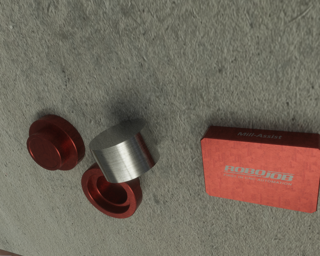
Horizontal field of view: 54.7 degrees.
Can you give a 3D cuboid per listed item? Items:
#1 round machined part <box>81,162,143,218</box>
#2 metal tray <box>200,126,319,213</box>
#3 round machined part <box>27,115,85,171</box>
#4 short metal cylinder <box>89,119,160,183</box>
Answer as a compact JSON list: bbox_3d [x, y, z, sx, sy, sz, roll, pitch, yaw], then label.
[{"bbox_3d":[-0.071,0.091,0.488,0.098,0.042,0.097,13,124,20],"label":"round machined part"},{"bbox_3d":[0.119,0.047,0.370,0.130,0.030,0.089,5,121,25],"label":"metal tray"},{"bbox_3d":[-0.175,0.030,0.505,0.098,0.042,0.097,13,124,20],"label":"round machined part"},{"bbox_3d":[-0.047,0.029,0.412,0.080,0.080,0.050,-10,114,32],"label":"short metal cylinder"}]
